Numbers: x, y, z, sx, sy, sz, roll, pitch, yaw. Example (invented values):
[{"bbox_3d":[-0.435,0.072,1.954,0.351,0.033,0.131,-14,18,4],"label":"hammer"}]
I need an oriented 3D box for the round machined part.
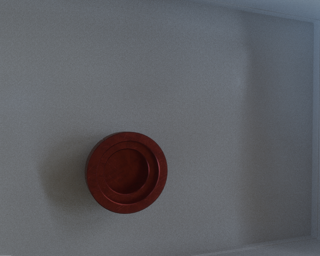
[{"bbox_3d":[-0.044,0.053,0.386,0.099,0.042,0.097,0,90,-21],"label":"round machined part"}]
